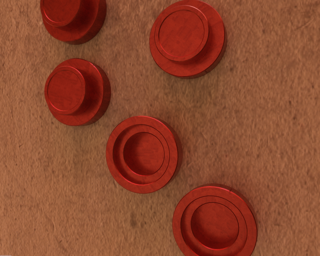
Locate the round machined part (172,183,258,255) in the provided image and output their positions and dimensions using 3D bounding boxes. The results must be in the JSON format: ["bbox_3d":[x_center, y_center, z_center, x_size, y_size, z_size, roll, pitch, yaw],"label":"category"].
[{"bbox_3d":[0.068,0.116,0.376,0.098,0.042,0.097,0,90,19],"label":"round machined part"}]

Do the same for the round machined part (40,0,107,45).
[{"bbox_3d":[-0.130,-0.173,0.444,0.098,0.042,0.097,0,90,19],"label":"round machined part"}]

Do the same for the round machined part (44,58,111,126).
[{"bbox_3d":[-0.124,-0.051,0.442,0.098,0.042,0.097,0,90,19],"label":"round machined part"}]

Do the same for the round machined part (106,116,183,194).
[{"bbox_3d":[-0.017,0.033,0.405,0.098,0.042,0.097,0,90,19],"label":"round machined part"}]

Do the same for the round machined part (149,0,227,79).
[{"bbox_3d":[0.032,-0.113,0.388,0.098,0.042,0.097,0,90,19],"label":"round machined part"}]
